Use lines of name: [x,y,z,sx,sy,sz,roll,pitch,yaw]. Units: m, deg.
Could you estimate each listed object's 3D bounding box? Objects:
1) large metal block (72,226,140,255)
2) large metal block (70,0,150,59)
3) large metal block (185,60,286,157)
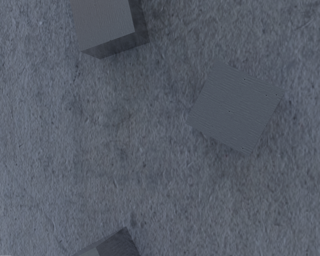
large metal block: [-0.083,0.181,0.408,0.080,0.080,0.050,-31,80,17]
large metal block: [-0.067,-0.148,0.418,0.080,0.050,0.080,-14,86,19]
large metal block: [0.088,-0.023,0.364,0.080,0.050,0.080,29,99,17]
